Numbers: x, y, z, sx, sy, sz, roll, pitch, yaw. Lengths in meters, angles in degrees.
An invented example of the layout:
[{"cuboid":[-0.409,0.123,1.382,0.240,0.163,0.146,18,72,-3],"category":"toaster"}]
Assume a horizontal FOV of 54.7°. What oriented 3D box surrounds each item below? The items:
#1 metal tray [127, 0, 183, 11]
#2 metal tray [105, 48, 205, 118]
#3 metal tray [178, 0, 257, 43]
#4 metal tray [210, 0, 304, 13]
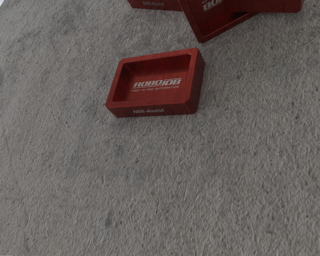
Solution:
[{"cuboid":[0.010,-0.255,0.552,0.130,0.030,0.090,19,72,35],"category":"metal tray"},{"cuboid":[-0.007,-0.063,0.442,0.130,0.030,0.090,-2,61,27],"category":"metal tray"},{"cuboid":[0.094,-0.185,0.425,0.130,0.090,0.030,-27,53,11],"category":"metal tray"},{"cuboid":[0.118,-0.197,0.402,0.130,0.090,0.030,14,65,30],"category":"metal tray"}]
